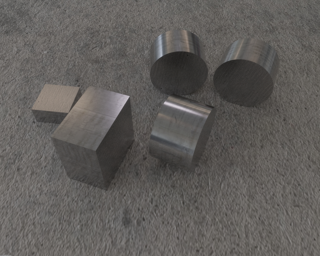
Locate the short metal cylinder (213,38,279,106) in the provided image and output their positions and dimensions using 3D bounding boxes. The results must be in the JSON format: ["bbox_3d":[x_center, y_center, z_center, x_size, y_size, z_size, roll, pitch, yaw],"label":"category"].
[{"bbox_3d":[0.121,-0.077,0.433,0.080,0.080,0.050,18,52,14],"label":"short metal cylinder"}]

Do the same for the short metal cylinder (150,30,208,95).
[{"bbox_3d":[0.026,-0.093,0.446,0.081,0.080,0.050,-1,50,-1],"label":"short metal cylinder"}]

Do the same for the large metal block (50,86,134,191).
[{"bbox_3d":[-0.071,0.012,0.357,0.050,0.080,0.080,16,52,13],"label":"large metal block"}]

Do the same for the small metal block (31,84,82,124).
[{"bbox_3d":[-0.141,-0.033,0.430,0.050,0.025,0.050,6,50,5],"label":"small metal block"}]

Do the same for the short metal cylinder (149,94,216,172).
[{"bbox_3d":[0.028,0.005,0.363,0.050,0.080,0.080,20,53,16],"label":"short metal cylinder"}]
